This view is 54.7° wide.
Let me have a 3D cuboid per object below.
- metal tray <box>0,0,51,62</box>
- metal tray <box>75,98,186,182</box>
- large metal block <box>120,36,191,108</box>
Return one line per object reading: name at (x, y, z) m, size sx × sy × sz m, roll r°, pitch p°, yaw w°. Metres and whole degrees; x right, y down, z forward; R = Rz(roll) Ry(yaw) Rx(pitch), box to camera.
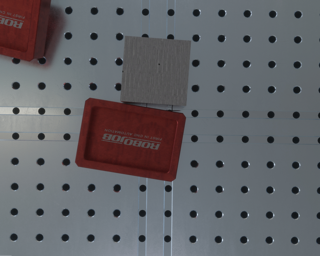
metal tray at (-0.214, -0.145, 0.397) m, size 0.131 × 0.030 × 0.089 m, roll 14°, pitch 106°, yaw 0°
metal tray at (-0.038, 0.015, 0.410) m, size 0.131 × 0.030 × 0.089 m, roll 9°, pitch 90°, yaw 0°
large metal block at (-0.005, -0.070, 0.401) m, size 0.081 × 0.050 × 0.079 m, roll 4°, pitch 90°, yaw 0°
